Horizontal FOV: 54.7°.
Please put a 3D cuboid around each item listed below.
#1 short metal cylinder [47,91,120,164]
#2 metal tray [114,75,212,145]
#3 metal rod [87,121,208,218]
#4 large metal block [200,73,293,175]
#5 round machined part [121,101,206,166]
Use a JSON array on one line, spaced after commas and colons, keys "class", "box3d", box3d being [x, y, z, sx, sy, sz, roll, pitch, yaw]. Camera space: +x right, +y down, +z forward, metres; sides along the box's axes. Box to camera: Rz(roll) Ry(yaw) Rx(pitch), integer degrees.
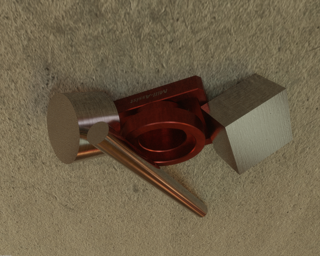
[{"class": "short metal cylinder", "box3d": [-0.090, -0.002, 0.361, 0.050, 0.080, 0.079, -10, 142, -42]}, {"class": "metal tray", "box3d": [0.002, -0.006, 0.400, 0.130, 0.030, 0.090, -16, 129, 12]}, {"class": "metal rod", "box3d": [0.005, 0.073, 0.413, 0.025, 0.025, 0.300, -21, 144, 17]}, {"class": "large metal block", "box3d": [0.104, -0.005, 0.368, 0.080, 0.050, 0.080, -32, 128, -8]}, {"class": "round machined part", "box3d": [0.002, 0.005, 0.370, 0.099, 0.042, 0.098, -4, 146, -3]}]
